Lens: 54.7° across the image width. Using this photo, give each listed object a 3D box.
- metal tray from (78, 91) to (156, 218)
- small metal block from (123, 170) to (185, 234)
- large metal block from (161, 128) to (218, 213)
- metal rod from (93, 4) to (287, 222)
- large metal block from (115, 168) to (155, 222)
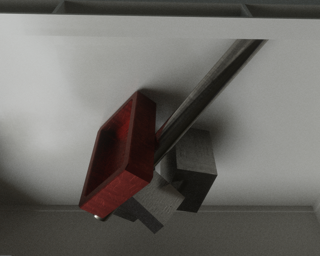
[{"bbox_3d":[-0.046,0.026,0.360,0.030,0.130,0.090,34,123,-24],"label":"metal tray"},{"bbox_3d":[-0.006,0.087,0.367,0.050,0.050,0.025,42,133,6],"label":"small metal block"},{"bbox_3d":[0.035,0.055,0.420,0.050,0.080,0.079,10,129,-9],"label":"large metal block"},{"bbox_3d":[0.022,-0.006,0.344,0.025,0.025,0.299,34,105,-26],"label":"metal rod"},{"bbox_3d":[-0.054,0.073,0.434,0.080,0.080,0.050,29,124,-23],"label":"large metal block"}]
